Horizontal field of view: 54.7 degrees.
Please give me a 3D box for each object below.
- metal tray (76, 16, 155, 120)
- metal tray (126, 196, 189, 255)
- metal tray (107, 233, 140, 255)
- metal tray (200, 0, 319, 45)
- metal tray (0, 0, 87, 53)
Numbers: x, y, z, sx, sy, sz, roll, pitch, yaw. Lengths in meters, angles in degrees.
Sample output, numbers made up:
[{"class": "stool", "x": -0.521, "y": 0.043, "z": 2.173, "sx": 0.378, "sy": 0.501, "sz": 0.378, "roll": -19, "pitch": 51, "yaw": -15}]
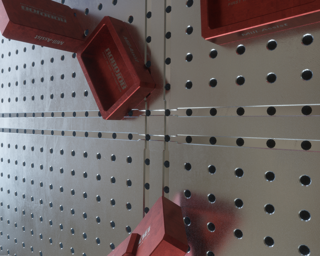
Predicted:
[{"class": "metal tray", "x": -0.070, "y": -0.088, "z": 0.461, "sx": 0.090, "sy": 0.030, "sz": 0.130, "roll": -40, "pitch": 66, "yaw": 32}, {"class": "metal tray", "x": -0.021, "y": 0.155, "z": 0.367, "sx": 0.030, "sy": 0.090, "sz": 0.130, "roll": 34, "pitch": 101, "yaw": -10}, {"class": "metal tray", "x": -0.035, "y": 0.200, "z": 0.400, "sx": 0.090, "sy": 0.030, "sz": 0.129, "roll": 36, "pitch": 119, "yaw": -10}, {"class": "metal tray", "x": 0.104, "y": -0.145, "z": 0.318, "sx": 0.130, "sy": 0.030, "sz": 0.089, "roll": -3, "pitch": 88, "yaw": 39}, {"class": "metal tray", "x": -0.191, "y": -0.172, "z": 0.495, "sx": 0.030, "sy": 0.131, "sz": 0.090, "roll": -43, "pitch": 64, "yaw": 31}]
